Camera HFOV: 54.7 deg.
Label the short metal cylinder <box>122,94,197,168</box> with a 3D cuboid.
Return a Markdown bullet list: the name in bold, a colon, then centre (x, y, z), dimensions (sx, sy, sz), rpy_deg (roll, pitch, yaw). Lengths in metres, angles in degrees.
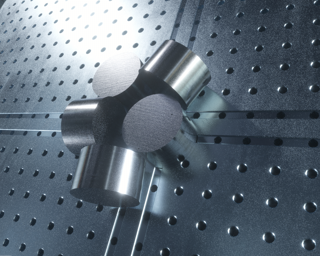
- **short metal cylinder**: centre (0.000, 0.004, 0.390), dimensions (0.080, 0.050, 0.080), rpy_deg (-13, 57, 21)

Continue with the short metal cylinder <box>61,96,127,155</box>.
- **short metal cylinder**: centre (-0.086, -0.001, 0.420), dimensions (0.050, 0.080, 0.080), rpy_deg (-2, 61, 27)

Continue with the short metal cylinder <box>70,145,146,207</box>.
- **short metal cylinder**: centre (-0.060, 0.059, 0.367), dimensions (0.080, 0.080, 0.050), rpy_deg (-6, 60, 25)

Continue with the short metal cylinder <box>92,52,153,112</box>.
- **short metal cylinder**: centre (-0.052, -0.065, 0.459), dimensions (0.080, 0.050, 0.080), rpy_deg (-14, 56, 22)

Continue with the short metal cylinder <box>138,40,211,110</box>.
- **short metal cylinder**: centre (0.019, -0.068, 0.405), dimensions (0.080, 0.080, 0.050), rpy_deg (32, 79, 38)
